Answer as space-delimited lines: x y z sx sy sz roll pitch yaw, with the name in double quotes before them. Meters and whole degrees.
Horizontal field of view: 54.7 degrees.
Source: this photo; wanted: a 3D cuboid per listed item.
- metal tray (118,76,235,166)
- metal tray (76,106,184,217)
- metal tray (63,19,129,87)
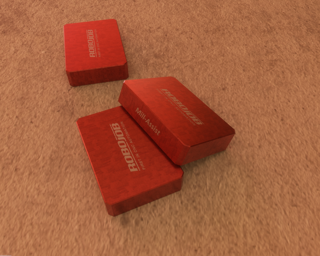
"metal tray" 0.019 -0.016 0.393 0.091 0.030 0.130 -13 48 -40
"metal tray" -0.039 0.030 0.374 0.091 0.030 0.130 -18 53 -16
"metal tray" -0.106 -0.127 0.505 0.091 0.030 0.130 -10 51 -9
